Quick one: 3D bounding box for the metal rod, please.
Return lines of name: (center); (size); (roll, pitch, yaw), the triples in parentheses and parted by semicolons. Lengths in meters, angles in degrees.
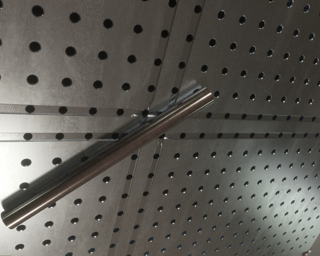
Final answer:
metal rod: (-0.060, 0.034, 0.400); (0.301, 0.025, 0.025); (-32, 129, -8)
